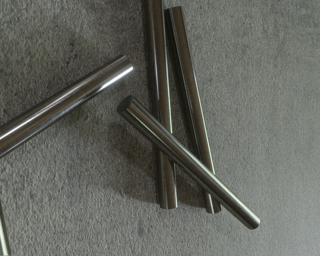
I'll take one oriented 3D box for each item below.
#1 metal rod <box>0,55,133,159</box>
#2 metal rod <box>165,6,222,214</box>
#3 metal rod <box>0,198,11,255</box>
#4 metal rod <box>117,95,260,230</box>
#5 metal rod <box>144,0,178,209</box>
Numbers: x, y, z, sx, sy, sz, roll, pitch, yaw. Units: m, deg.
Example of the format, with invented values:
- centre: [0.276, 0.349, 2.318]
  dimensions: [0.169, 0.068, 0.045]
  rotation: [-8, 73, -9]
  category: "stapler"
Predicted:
- centre: [-0.138, 0.007, 0.288]
  dimensions: [0.302, 0.025, 0.025]
  rotation: [-41, 115, -32]
  category: "metal rod"
- centre: [0.050, -0.018, 0.446]
  dimensions: [0.025, 0.025, 0.298]
  rotation: [-21, 104, -38]
  category: "metal rod"
- centre: [-0.158, -0.026, 0.247]
  dimensions: [0.025, 0.025, 0.298]
  rotation: [-11, 90, -40]
  category: "metal rod"
- centre: [0.055, 0.062, 0.416]
  dimensions: [0.300, 0.025, 0.025]
  rotation: [43, 64, -31]
  category: "metal rod"
- centre: [0.001, -0.044, 0.405]
  dimensions: [0.025, 0.025, 0.298]
  rotation: [-7, 95, -40]
  category: "metal rod"
